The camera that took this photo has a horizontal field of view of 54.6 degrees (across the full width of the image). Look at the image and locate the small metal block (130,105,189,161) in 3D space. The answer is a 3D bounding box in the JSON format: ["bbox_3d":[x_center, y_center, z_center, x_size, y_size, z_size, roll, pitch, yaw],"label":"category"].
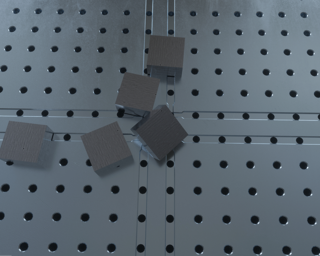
[{"bbox_3d":[-0.001,0.005,0.398,0.050,0.025,0.050,-42,106,-14],"label":"small metal block"}]

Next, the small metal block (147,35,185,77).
[{"bbox_3d":[0.009,-0.105,0.450,0.050,0.025,0.050,5,70,2],"label":"small metal block"}]

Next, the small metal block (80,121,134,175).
[{"bbox_3d":[-0.068,0.026,0.402,0.050,0.025,0.050,-23,72,-8],"label":"small metal block"}]

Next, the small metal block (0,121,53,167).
[{"bbox_3d":[-0.174,0.021,0.403,0.050,0.025,0.050,7,70,2],"label":"small metal block"}]

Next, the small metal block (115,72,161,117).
[{"bbox_3d":[-0.029,-0.045,0.428,0.050,0.025,0.050,12,70,4],"label":"small metal block"}]
